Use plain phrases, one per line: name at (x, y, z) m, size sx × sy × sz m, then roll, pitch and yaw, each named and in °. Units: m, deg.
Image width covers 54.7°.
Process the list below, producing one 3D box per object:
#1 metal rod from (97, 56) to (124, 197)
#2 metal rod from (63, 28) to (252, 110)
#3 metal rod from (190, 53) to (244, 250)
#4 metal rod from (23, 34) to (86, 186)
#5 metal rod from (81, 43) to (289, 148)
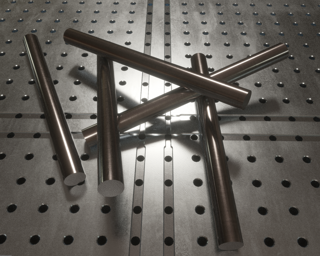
metal rod at (-0.070, -0.038, 0.405) m, size 0.025 × 0.025 × 0.300 m, roll -7°, pitch 40°, yaw -6°
metal rod at (-0.021, -0.089, 0.428) m, size 0.300 × 0.025 × 0.025 m, roll 25°, pitch 54°, yaw 26°
metal rod at (0.067, 0.003, 0.405) m, size 0.025 × 0.025 × 0.300 m, roll -1°, pitch 50°, yaw -1°
metal rod at (-0.160, -0.046, 0.443) m, size 0.025 × 0.025 × 0.300 m, roll -19°, pitch 53°, yaw -16°
metal rod at (0.040, -0.048, 0.419) m, size 0.302 × 0.025 × 0.025 m, roll -25°, pitch 54°, yaw -9°
